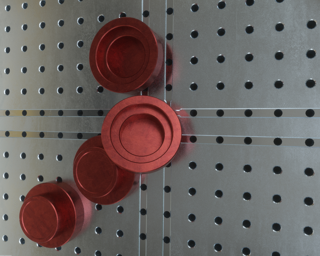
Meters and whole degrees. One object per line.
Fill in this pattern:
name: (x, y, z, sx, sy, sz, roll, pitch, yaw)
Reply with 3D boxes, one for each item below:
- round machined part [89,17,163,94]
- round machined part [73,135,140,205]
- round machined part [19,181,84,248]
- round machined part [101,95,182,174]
round machined part: (-0.042, -0.094, 0.417, 0.098, 0.042, 0.097, 0, 90, 19)
round machined part: (-0.080, 0.059, 0.431, 0.098, 0.042, 0.097, 0, 90, 19)
round machined part: (-0.167, 0.130, 0.461, 0.098, 0.042, 0.097, 0, 90, 19)
round machined part: (-0.023, 0.011, 0.398, 0.099, 0.042, 0.098, 1, 74, -2)
